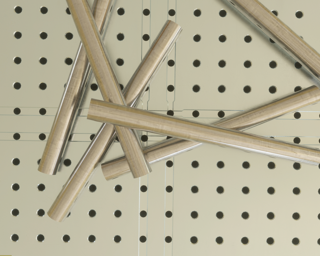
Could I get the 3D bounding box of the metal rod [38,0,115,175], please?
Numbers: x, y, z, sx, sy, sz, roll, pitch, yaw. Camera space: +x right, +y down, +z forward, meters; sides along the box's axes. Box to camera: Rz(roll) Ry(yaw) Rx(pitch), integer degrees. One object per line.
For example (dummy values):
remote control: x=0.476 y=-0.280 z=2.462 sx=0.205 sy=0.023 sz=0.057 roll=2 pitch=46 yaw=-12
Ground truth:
metal rod: x=-0.103 y=-0.084 z=0.412 sx=0.025 sy=0.025 sz=0.299 roll=18 pitch=90 yaw=0

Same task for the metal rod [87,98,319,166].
metal rod: x=0.064 y=0.009 z=0.384 sx=0.302 sy=0.025 sz=0.025 roll=12 pitch=90 yaw=-12

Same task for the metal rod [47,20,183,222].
metal rod: x=-0.060 y=-0.009 z=0.412 sx=0.025 sy=0.025 sz=0.299 roll=32 pitch=90 yaw=0

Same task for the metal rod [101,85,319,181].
metal rod: x=0.068 y=0.007 z=0.413 sx=0.301 sy=0.025 sz=0.025 roll=-20 pitch=90 yaw=0

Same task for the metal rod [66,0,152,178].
metal rod: x=-0.075 y=-0.082 z=0.386 sx=0.025 sy=0.025 sz=0.299 roll=-21 pitch=90 yaw=0

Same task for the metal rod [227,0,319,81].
metal rod: x=0.166 y=-0.122 z=0.414 sx=0.300 sy=0.025 sz=0.025 roll=41 pitch=90 yaw=0
